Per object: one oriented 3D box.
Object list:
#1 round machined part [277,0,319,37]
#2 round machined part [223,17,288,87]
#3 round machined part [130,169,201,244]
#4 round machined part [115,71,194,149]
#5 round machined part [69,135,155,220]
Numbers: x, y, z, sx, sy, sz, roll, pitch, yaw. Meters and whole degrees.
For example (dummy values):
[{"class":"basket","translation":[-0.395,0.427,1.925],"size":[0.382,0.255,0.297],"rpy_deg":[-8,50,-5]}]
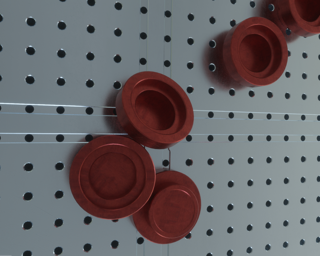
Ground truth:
[{"class":"round machined part","translation":[0.227,-0.193,0.489],"size":[0.099,0.042,0.097],"rpy_deg":[0,90,-21]},{"class":"round machined part","translation":[0.134,-0.108,0.455],"size":[0.099,0.042,0.097],"rpy_deg":[0,90,-21]},{"class":"round machined part","translation":[0.011,0.105,0.409],"size":[0.099,0.042,0.097],"rpy_deg":[0,90,-21]},{"class":"round machined part","translation":[-0.010,-0.019,0.387],"size":[0.099,0.042,0.098],"rpy_deg":[15,59,-25]},{"class":"round machined part","translation":[-0.057,0.057,0.377],"size":[0.099,0.042,0.097],"rpy_deg":[1,86,-10]}]
